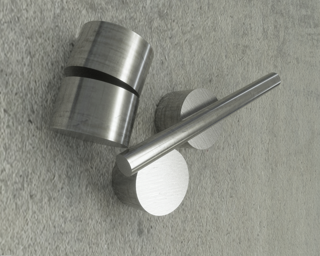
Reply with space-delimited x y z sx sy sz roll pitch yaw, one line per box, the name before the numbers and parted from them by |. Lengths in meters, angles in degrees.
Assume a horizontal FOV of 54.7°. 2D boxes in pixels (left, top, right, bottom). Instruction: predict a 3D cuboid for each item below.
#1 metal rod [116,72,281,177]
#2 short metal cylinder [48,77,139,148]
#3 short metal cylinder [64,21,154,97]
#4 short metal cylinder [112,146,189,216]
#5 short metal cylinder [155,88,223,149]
metal rod | 0.071 -0.019 0.398 0.302 0.025 0.025 -28 108 -37
short metal cylinder | -0.066 -0.013 0.314 0.080 0.080 0.050 21 77 -38
short metal cylinder | -0.052 -0.066 0.325 0.080 0.080 0.050 28 73 -37
short metal cylinder | -0.011 0.062 0.379 0.081 0.050 0.080 0 90 -40
short metal cylinder | 0.040 -0.012 0.421 0.081 0.050 0.080 0 90 -40
